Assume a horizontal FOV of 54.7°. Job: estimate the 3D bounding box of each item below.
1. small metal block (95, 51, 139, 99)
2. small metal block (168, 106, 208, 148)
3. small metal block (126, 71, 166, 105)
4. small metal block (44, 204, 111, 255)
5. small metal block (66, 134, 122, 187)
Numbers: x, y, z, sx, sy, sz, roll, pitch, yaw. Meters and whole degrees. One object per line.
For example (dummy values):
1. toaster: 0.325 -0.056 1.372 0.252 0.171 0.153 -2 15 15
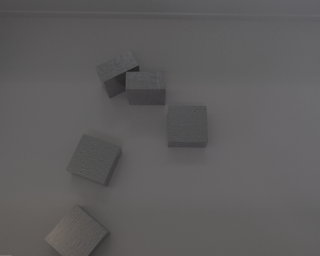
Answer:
1. small metal block: -0.055 -0.071 0.422 0.050 0.050 0.025 -28 73 -10
2. small metal block: 0.036 -0.002 0.410 0.050 0.025 0.050 1 70 0
3. small metal block: -0.018 -0.052 0.415 0.050 0.050 0.025 -1 70 0
4. small metal block: -0.095 0.126 0.363 0.050 0.025 0.050 37 74 12
5. small metal block: -0.082 0.041 0.394 0.050 0.025 0.050 19 71 7
